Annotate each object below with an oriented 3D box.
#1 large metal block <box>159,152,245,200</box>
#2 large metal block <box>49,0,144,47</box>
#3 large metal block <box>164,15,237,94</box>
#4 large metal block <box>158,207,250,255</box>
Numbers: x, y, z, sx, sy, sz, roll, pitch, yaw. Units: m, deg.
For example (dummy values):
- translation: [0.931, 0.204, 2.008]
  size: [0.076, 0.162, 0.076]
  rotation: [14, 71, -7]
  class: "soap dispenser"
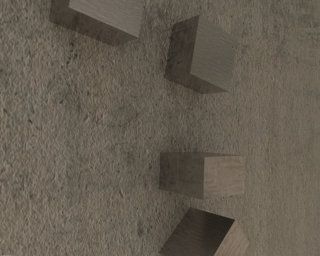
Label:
- translation: [0.056, 0.060, 0.416]
  size: [0.081, 0.080, 0.050]
  rotation: [3, 89, -40]
  class: "large metal block"
- translation: [-0.064, -0.144, 0.334]
  size: [0.081, 0.050, 0.080]
  rotation: [13, 82, -39]
  class: "large metal block"
- translation: [0.058, -0.099, 0.437]
  size: [0.081, 0.050, 0.080]
  rotation: [16, 80, -39]
  class: "large metal block"
- translation: [0.060, 0.162, 0.419]
  size: [0.080, 0.080, 0.050]
  rotation: [-48, 119, -29]
  class: "large metal block"
